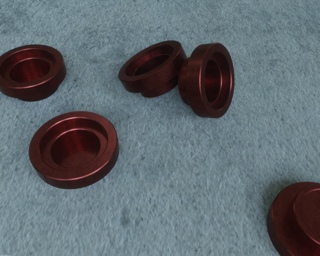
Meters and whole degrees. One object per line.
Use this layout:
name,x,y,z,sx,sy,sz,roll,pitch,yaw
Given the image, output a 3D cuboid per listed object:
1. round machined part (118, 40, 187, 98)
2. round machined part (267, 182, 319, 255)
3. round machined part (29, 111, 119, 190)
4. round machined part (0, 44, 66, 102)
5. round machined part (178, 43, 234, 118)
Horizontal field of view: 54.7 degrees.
round machined part,-0.006,-0.080,0.442,0.098,0.042,0.098,-21,34,15
round machined part,0.164,0.097,0.313,0.099,0.042,0.098,0,50,0
round machined part,-0.098,0.030,0.366,0.099,0.042,0.098,0,50,0
round machined part,-0.187,-0.077,0.454,0.099,0.042,0.098,0,50,0
round machined part,0.060,-0.063,0.416,0.042,0.098,0.098,5,45,37
